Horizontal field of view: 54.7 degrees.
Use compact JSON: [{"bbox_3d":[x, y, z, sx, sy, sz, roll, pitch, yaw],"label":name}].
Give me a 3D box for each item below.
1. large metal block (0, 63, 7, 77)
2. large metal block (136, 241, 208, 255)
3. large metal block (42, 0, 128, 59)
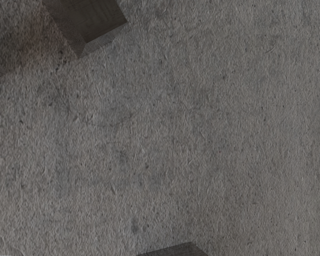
[{"bbox_3d":[-0.204,-0.081,0.305,0.050,0.080,0.080,-37,102,-16],"label":"large metal block"},{"bbox_3d":[0.018,0.205,0.403,0.081,0.050,0.079,-6,92,-20],"label":"large metal block"},{"bbox_3d":[-0.088,-0.132,0.347,0.050,0.080,0.080,-34,101,-17],"label":"large metal block"}]
